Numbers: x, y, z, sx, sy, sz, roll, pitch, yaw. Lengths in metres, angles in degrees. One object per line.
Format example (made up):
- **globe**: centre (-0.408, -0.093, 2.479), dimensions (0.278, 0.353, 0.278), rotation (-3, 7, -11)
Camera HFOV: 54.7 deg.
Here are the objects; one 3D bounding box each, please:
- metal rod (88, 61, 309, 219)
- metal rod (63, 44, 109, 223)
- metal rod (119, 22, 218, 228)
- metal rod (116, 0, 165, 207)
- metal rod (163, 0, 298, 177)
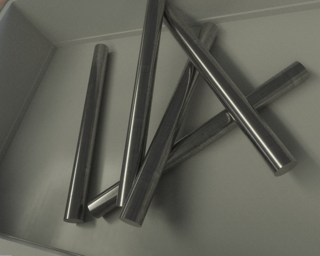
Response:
- **metal rod**: centre (0.041, 0.017, 0.373), dimensions (0.300, 0.025, 0.025), rotation (-35, 51, 5)
- **metal rod**: centre (-0.106, -0.011, 0.468), dimensions (0.025, 0.025, 0.299), rotation (-12, 56, 21)
- **metal rod**: centre (0.022, -0.025, 0.386), dimensions (0.025, 0.025, 0.300), rotation (5, 57, 30)
- **metal rod**: centre (-0.020, -0.053, 0.391), dimensions (0.025, 0.025, 0.299), rotation (-3, 70, 27)
- **metal rod**: centre (0.061, -0.071, 0.377), dimensions (0.025, 0.025, 0.299), rotation (-33, 56, 7)
